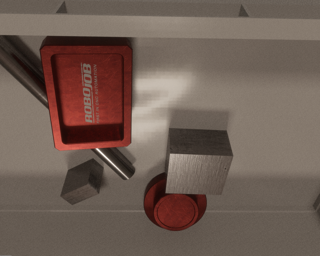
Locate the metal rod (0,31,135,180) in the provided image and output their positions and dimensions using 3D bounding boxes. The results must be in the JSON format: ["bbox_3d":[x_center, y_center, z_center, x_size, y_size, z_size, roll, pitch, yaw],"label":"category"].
[{"bbox_3d":[-0.126,-0.029,0.382,0.025,0.025,0.300,-25,126,19],"label":"metal rod"}]

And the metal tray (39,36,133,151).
[{"bbox_3d":[-0.079,-0.036,0.353,0.091,0.030,0.129,-3,124,-11],"label":"metal tray"}]

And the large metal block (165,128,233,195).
[{"bbox_3d":[0.050,0.048,0.434,0.081,0.050,0.079,2,130,-3],"label":"large metal block"}]

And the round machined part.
[{"bbox_3d":[0.024,0.119,0.480,0.099,0.042,0.097,0,110,-1],"label":"round machined part"}]

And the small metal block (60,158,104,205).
[{"bbox_3d":[-0.114,0.079,0.459,0.050,0.050,0.025,-25,126,19],"label":"small metal block"}]
